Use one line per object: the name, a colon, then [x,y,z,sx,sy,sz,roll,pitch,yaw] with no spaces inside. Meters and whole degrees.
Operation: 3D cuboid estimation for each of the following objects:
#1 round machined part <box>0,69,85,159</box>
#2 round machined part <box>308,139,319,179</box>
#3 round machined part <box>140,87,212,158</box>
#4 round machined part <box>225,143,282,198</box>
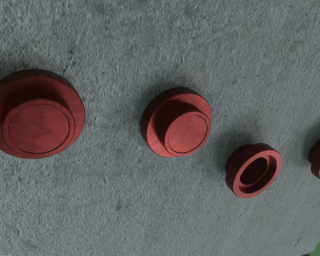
round machined part: [-0.127,-0.008,0.322,0.099,0.042,0.097,-14,124,-21]
round machined part: [0.336,0.055,0.612,0.099,0.042,0.097,-14,124,-21]
round machined part: [0.027,-0.001,0.410,0.099,0.042,0.097,-14,124,-21]
round machined part: [0.150,0.066,0.519,0.099,0.042,0.097,-14,124,-21]
